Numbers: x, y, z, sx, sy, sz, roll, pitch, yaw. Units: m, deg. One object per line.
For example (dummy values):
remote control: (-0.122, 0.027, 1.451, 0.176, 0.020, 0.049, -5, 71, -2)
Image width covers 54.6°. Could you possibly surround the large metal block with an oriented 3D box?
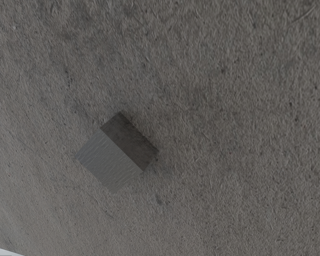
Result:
large metal block: (-0.063, 0.037, 0.447, 0.080, 0.050, 0.080, 46, 129, -4)
